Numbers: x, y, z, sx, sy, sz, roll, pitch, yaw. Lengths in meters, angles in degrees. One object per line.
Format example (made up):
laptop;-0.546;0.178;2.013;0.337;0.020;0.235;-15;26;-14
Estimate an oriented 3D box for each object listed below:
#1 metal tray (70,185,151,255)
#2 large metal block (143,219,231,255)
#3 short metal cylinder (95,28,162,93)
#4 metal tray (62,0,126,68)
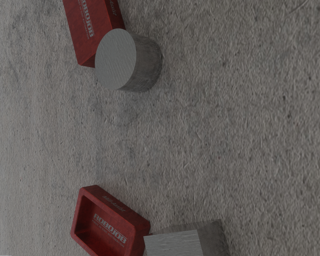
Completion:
metal tray;-0.079;0.154;0.467;0.130;0.030;0.089;23;105;37
large metal block;0.035;0.156;0.360;0.080;0.050;0.080;-23;76;37
short metal cylinder;-0.044;-0.090;0.425;0.080;0.050;0.079;0;90;40
metal tray;-0.105;-0.173;0.488;0.090;0.030;0.129;-26;74;37
